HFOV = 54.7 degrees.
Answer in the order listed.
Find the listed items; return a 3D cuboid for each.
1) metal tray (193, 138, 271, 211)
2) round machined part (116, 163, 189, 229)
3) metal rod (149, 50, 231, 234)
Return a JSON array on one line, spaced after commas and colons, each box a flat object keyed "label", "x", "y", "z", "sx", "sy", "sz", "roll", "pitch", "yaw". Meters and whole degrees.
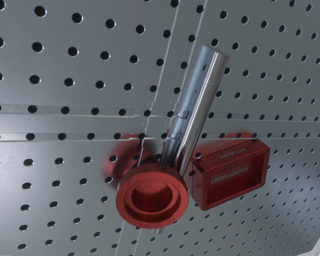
[{"label": "metal tray", "x": 0.120, "y": 0.078, "z": 0.521, "sx": 0.131, "sy": 0.030, "sz": 0.089, "roll": -17, "pitch": 125, "yaw": -19}, {"label": "round machined part", "x": -0.011, "y": 0.090, "z": 0.436, "sx": 0.099, "sy": 0.042, "sz": 0.097, "roll": -2, "pitch": 116, "yaw": -3}, {"label": "metal rod", "x": 0.035, "y": 0.035, "z": 0.451, "sx": 0.025, "sy": 0.025, "sz": 0.298, "roll": 4, "pitch": 117, "yaw": -30}]
